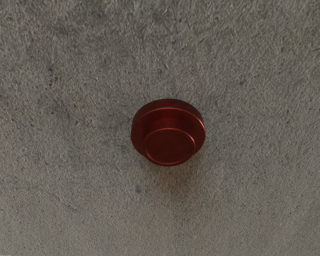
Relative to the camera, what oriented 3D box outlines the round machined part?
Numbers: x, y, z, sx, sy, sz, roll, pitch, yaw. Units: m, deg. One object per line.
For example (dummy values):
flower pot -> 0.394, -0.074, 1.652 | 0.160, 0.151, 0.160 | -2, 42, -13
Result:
round machined part -> 0.011, 0.013, 0.407 | 0.099, 0.042, 0.097 | 0, 130, 0
